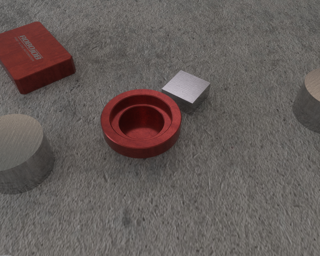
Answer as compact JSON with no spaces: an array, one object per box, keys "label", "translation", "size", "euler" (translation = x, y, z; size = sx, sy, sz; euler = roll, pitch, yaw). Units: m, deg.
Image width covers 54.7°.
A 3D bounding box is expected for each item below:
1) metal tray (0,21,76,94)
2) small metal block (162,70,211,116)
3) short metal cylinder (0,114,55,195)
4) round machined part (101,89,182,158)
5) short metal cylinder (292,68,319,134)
[{"label":"metal tray","translation":[-0.207,-0.117,0.497],"size":[0.091,0.030,0.130],"euler":[-30,56,-23]},{"label":"small metal block","translation":[0.037,-0.052,0.447],"size":[0.050,0.025,0.050],"euler":[28,55,21]},{"label":"short metal cylinder","translation":[-0.170,0.030,0.361],"size":[0.081,0.050,0.080],"euler":[0,50,0]},{"label":"round machined part","translation":[-0.023,-0.001,0.393],"size":[0.099,0.042,0.098],"euler":[0,50,0]},{"label":"short metal cylinder","translation":[0.229,-0.037,0.420],"size":[0.081,0.050,0.080],"euler":[0,50,0]}]
